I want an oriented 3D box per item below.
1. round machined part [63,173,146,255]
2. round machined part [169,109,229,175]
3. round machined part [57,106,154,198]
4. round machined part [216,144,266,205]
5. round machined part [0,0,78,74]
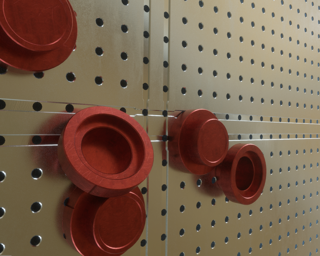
[{"bbox_3d":[-0.055,0.103,0.354,0.099,0.042,0.097,0,90,-40],"label":"round machined part"},{"bbox_3d":[0.064,0.021,0.454,0.099,0.042,0.097,0,90,-40],"label":"round machined part"},{"bbox_3d":[-0.060,0.028,0.331,0.099,0.042,0.098,18,50,-23],"label":"round machined part"},{"bbox_3d":[0.130,0.074,0.510,0.099,0.042,0.097,0,90,-40],"label":"round machined part"},{"bbox_3d":[-0.124,-0.103,0.295,0.099,0.042,0.097,0,90,-40],"label":"round machined part"}]
